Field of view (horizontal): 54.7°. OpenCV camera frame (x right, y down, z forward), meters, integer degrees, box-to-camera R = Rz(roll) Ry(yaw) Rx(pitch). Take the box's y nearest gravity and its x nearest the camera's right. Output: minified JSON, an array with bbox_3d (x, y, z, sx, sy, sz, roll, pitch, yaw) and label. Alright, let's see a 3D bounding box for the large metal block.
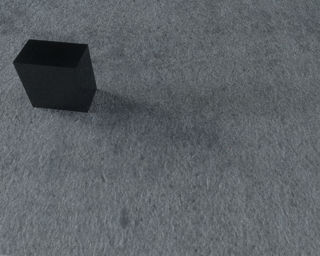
[{"bbox_3d":[-0.138,-0.070,0.425,0.080,0.080,0.050,6,50,4],"label":"large metal block"}]
